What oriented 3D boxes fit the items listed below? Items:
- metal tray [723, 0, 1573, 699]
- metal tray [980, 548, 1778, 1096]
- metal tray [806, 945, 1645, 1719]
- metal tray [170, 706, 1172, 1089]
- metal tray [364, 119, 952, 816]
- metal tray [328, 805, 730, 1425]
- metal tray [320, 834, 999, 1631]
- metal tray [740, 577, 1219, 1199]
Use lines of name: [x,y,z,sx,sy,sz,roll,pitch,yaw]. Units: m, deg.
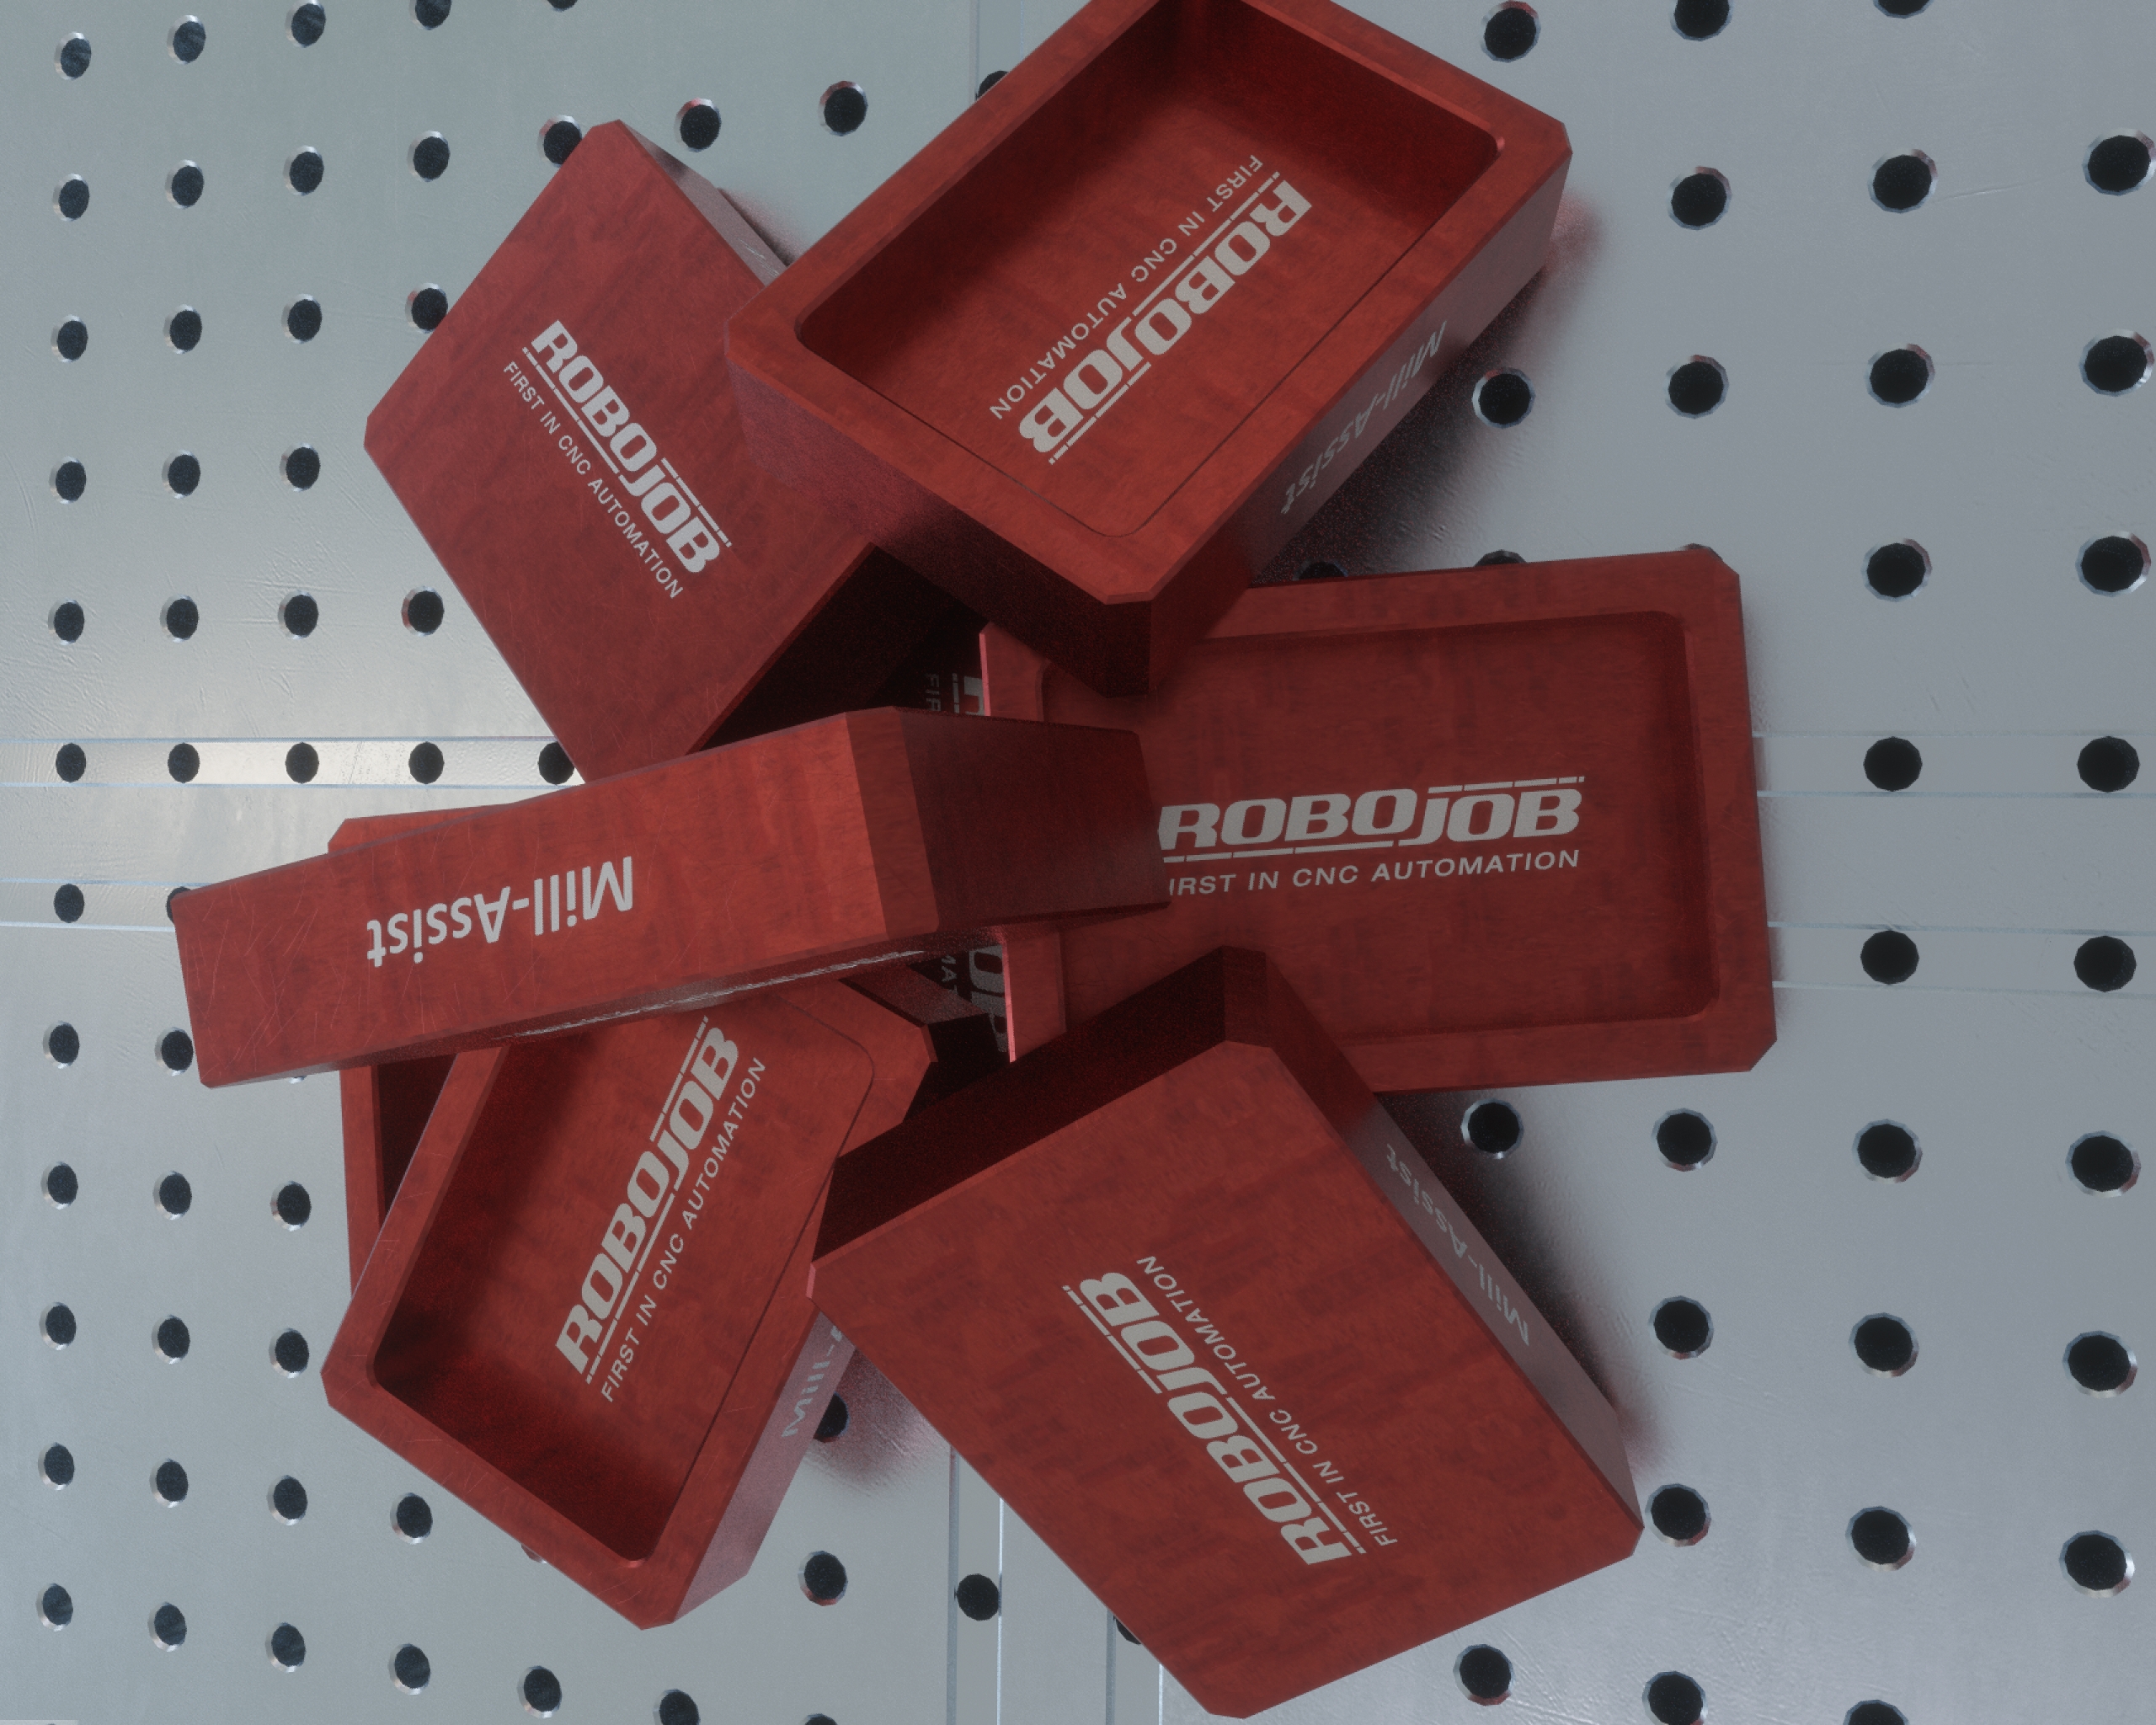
metal tray: [0.014,-0.101,0.370,0.090,0.030,0.130,35,68,17]
metal tray: [0.052,-0.005,0.372,0.131,0.030,0.090,-4,89,2]
metal tray: [0.027,0.087,0.365,0.090,0.030,0.130,-31,113,18]
metal tray: [-0.062,0.007,0.332,0.130,0.090,0.030,-13,86,24]
metal tray: [-0.084,-0.078,0.422,0.090,0.030,0.130,-47,60,14]
metal tray: [-0.112,0.052,0.450,0.090,0.030,0.129,-4,88,19]
metal tray: [-0.083,0.069,0.407,0.090,0.030,0.129,28,99,18]
metal tray: [-0.022,0.000,0.418,0.090,0.030,0.129,-5,86,18]
